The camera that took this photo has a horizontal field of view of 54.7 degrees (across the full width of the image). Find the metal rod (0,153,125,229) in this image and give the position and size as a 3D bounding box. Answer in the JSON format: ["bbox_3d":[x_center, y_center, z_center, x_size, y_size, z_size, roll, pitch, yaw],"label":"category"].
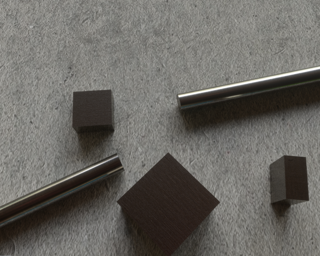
[{"bbox_3d":[-0.185,0.104,0.367,0.302,0.025,0.025,-24,72,-9],"label":"metal rod"}]

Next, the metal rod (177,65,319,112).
[{"bbox_3d":[0.173,-0.065,0.433,0.302,0.025,0.025,-12,71,-5],"label":"metal rod"}]

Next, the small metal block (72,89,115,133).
[{"bbox_3d":[-0.088,-0.022,0.415,0.050,0.025,0.050,-4,70,-2],"label":"small metal block"}]

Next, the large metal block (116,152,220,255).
[{"bbox_3d":[0.009,0.089,0.362,0.080,0.050,0.080,-43,76,-14],"label":"large metal block"}]

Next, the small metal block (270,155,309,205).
[{"bbox_3d":[0.154,0.064,0.373,0.025,0.050,0.050,5,70,1],"label":"small metal block"}]
